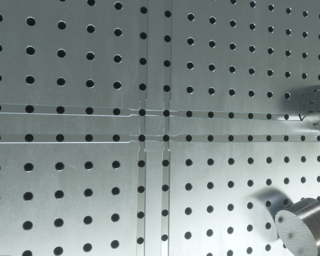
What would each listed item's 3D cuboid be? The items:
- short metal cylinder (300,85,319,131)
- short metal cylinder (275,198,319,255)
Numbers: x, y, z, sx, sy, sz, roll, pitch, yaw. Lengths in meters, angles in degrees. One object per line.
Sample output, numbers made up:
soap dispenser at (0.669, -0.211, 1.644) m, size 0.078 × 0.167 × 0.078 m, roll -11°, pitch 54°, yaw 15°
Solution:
short metal cylinder at (0.278, -0.033, 0.505) m, size 0.081 × 0.050 × 0.079 m, roll 0°, pitch 90°, yaw -21°
short metal cylinder at (0.223, 0.153, 0.468) m, size 0.050 × 0.080 × 0.080 m, roll -19°, pitch 97°, yaw -19°
